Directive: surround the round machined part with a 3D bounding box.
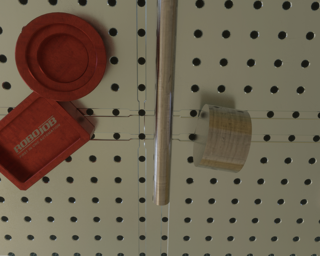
[{"bbox_3d":[-0.113,-0.082,0.365,0.099,0.042,0.097,-2,100,-9],"label":"round machined part"}]

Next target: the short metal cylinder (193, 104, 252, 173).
[{"bbox_3d":[0.076,0.013,0.390,0.050,0.080,0.079,10,110,-4],"label":"short metal cylinder"}]

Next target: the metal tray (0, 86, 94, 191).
[{"bbox_3d":[-0.166,0.013,0.413,0.130,0.030,0.090,-37,106,12],"label":"metal tray"}]

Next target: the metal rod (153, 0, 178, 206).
[{"bbox_3d":[0.005,-0.033,0.401,0.025,0.025,0.298,1,110,-1],"label":"metal rod"}]
